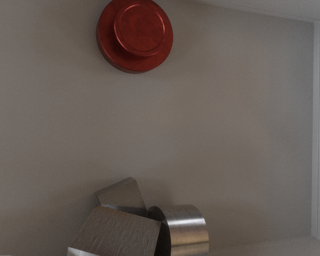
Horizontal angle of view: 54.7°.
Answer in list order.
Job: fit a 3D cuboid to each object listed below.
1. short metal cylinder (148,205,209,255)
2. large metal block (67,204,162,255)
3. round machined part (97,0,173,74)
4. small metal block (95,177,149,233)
[{"bbox_3d":[0.017,0.137,0.386,0.050,0.080,0.080,4,89,-27],"label":"short metal cylinder"},{"bbox_3d":[-0.048,0.135,0.335,0.080,0.080,0.050,14,107,3],"label":"large metal block"},{"bbox_3d":[-0.028,-0.120,0.392,0.099,0.042,0.097,0,90,-21],"label":"round machined part"},{"bbox_3d":[-0.049,0.097,0.394,0.050,0.025,0.050,-21,97,-19],"label":"small metal block"}]
